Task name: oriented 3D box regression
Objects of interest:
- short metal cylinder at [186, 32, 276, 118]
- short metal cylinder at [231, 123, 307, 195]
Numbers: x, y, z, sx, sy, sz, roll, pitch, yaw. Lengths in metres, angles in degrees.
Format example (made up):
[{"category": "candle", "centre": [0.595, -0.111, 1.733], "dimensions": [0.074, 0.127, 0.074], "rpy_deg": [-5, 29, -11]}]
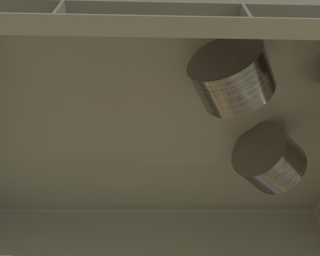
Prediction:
[{"category": "short metal cylinder", "centre": [0.075, -0.056, 0.327], "dimensions": [0.080, 0.080, 0.050], "rpy_deg": [-21, 127, 16]}, {"category": "short metal cylinder", "centre": [0.143, 0.041, 0.410], "dimensions": [0.050, 0.080, 0.080], "rpy_deg": [37, 121, -27]}]
